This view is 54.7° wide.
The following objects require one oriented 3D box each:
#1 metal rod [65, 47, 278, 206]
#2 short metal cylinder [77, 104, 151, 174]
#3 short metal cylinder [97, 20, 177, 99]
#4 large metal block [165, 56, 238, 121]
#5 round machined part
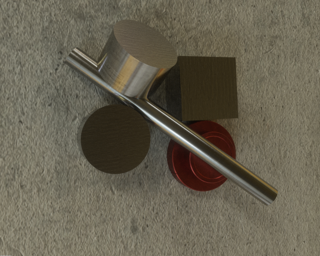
[{"bbox_3d":[0.017,0.000,0.381,0.301,0.025,0.025,35,78,-3],"label":"metal rod"},{"bbox_3d":[-0.058,0.013,0.377,0.081,0.050,0.080,0,90,-20],"label":"short metal cylinder"},{"bbox_3d":[-0.027,-0.081,0.367,0.080,0.050,0.080,21,43,-21],"label":"short metal cylinder"},{"bbox_3d":[0.055,-0.051,0.415,0.081,0.050,0.079,-3,91,-20],"label":"large metal block"},{"bbox_3d":[0.063,0.038,0.424,0.099,0.042,0.097,0,90,-20],"label":"round machined part"}]
